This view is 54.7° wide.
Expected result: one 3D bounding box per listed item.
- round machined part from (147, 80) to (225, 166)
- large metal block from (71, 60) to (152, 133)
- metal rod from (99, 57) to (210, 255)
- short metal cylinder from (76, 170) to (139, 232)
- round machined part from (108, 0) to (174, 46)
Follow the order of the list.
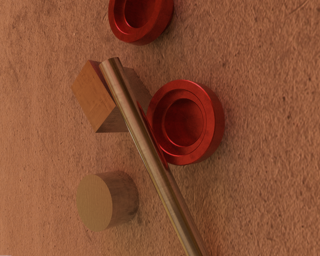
[{"bbox_3d":[0.033,-0.006,0.367,0.098,0.042,0.097,0,90,40],"label":"round machined part"},{"bbox_3d":[-0.060,-0.041,0.419,0.050,0.081,0.080,-48,62,29],"label":"large metal block"},{"bbox_3d":[0.004,0.060,0.354,0.025,0.025,0.299,-26,89,37],"label":"metal rod"},{"bbox_3d":[-0.077,0.105,0.452,0.080,0.050,0.080,0,90,40],"label":"short metal cylinder"},{"bbox_3d":[-0.020,-0.158,0.411,0.098,0.042,0.097,0,90,40],"label":"round machined part"}]
